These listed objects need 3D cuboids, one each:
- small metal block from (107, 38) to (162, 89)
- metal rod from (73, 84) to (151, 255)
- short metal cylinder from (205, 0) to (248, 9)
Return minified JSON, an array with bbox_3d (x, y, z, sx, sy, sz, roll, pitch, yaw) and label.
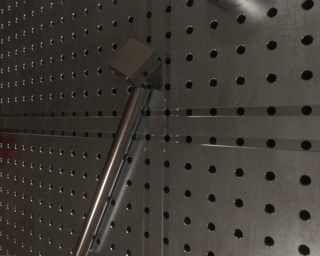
[{"bbox_3d":[-0.034,-0.089,0.421,0.050,0.025,0.050,35,79,34],"label":"small metal block"},{"bbox_3d":[-0.078,0.074,0.470,0.025,0.025,0.298,34,111,34],"label":"metal rod"},{"bbox_3d":[0.069,-0.177,0.335,0.080,0.050,0.079,0,90,39],"label":"short metal cylinder"}]
